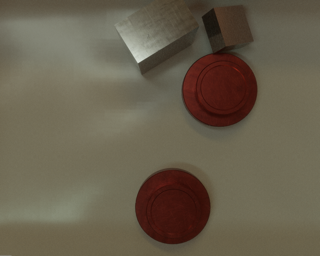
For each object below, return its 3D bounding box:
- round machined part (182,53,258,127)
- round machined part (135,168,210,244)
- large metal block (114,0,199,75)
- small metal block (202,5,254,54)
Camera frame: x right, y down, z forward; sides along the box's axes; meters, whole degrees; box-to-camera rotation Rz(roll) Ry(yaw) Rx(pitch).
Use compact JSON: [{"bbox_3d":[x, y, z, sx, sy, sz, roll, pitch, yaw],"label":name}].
[{"bbox_3d":[0.079,-0.050,0.404,0.099,0.042,0.097,0,90,-1],"label":"round machined part"},{"bbox_3d":[0.017,0.103,0.403,0.099,0.042,0.097,0,90,-1],"label":"round machined part"},{"bbox_3d":[-0.004,-0.114,0.384,0.080,0.080,0.050,-32,90,0],"label":"large metal block"},{"bbox_3d":[0.088,-0.128,0.402,0.050,0.025,0.050,-18,90,-30],"label":"small metal block"}]
